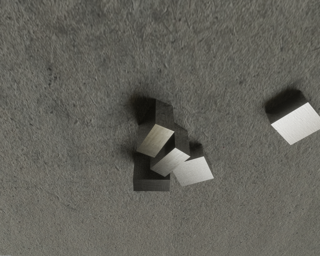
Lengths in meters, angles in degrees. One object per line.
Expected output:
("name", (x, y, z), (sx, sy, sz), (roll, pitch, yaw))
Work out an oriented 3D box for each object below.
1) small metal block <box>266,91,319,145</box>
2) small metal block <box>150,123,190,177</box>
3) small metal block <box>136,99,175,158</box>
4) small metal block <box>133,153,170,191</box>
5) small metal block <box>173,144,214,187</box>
("small metal block", (0.175, -0.012, 0.399), (0.050, 0.025, 0.050), (-36, 122, 26))
("small metal block", (0.013, 0.029, 0.415), (0.025, 0.050, 0.050), (32, 123, -24))
("small metal block", (-0.006, 0.000, 0.391), (0.025, 0.050, 0.050), (23, 127, -18))
("small metal block", (-0.012, 0.063, 0.444), (0.050, 0.050, 0.025), (1, 130, -1))
("small metal block", (0.046, 0.056, 0.455), (0.050, 0.025, 0.050), (-18, 128, 14))
